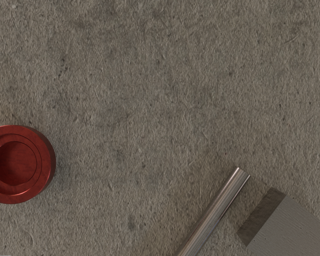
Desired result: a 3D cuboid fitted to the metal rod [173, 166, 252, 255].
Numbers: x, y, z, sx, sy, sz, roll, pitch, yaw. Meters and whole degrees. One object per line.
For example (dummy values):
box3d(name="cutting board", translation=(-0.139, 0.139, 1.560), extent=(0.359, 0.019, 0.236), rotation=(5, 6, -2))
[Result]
box3d(name="metal rod", translation=(0.025, 0.180, 0.410), extent=(0.025, 0.025, 0.299), rotation=(35, 90, -1))

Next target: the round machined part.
box3d(name="round machined part", translation=(-0.183, 0.044, 0.399), extent=(0.099, 0.042, 0.097), rotation=(0, 90, -1))

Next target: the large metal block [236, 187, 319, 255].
box3d(name="large metal block", translation=(0.161, 0.137, 0.400), extent=(0.080, 0.050, 0.080), rotation=(37, 90, -1))
